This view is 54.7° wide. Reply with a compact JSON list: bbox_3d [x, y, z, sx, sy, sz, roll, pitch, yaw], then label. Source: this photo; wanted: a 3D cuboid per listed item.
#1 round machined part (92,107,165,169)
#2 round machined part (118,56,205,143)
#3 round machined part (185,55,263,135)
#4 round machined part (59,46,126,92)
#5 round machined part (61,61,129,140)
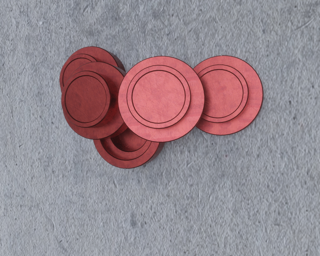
[{"bbox_3d":[-0.037,0.003,0.413,0.098,0.042,0.097,0,90,19],"label":"round machined part"},{"bbox_3d":[0.001,-0.033,0.345,0.099,0.042,0.097,0,89,6],"label":"round machined part"},{"bbox_3d":[0.073,-0.040,0.374,0.098,0.042,0.097,0,90,19],"label":"round machined part"},{"bbox_3d":[-0.100,-0.066,0.434,0.098,0.042,0.097,0,90,19],"label":"round machined part"},{"bbox_3d":[-0.081,-0.034,0.384,0.098,0.042,0.097,0,90,19],"label":"round machined part"}]
